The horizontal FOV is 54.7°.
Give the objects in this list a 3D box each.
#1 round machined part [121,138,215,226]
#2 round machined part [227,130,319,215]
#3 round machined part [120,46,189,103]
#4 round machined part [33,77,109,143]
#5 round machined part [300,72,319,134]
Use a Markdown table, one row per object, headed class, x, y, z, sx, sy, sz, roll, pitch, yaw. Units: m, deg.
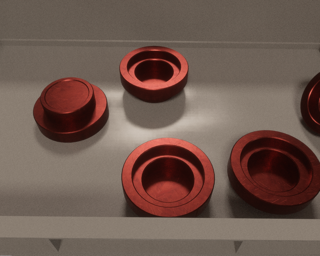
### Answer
| class | x | y | z | sx | sy | sz | roll | pitch | yaw |
| --- | --- | --- | --- | --- | --- | --- | --- | --- | --- |
| round machined part | 0.009 | 0.062 | 0.342 | 0.099 | 0.042 | 0.098 | 0 | 50 | 0 |
| round machined part | 0.126 | 0.053 | 0.351 | 0.099 | 0.042 | 0.098 | 0 | 50 | 0 |
| round machined part | -0.008 | -0.075 | 0.457 | 0.099 | 0.042 | 0.098 | 0 | 50 | 0 |
| round machined part | -0.121 | -0.031 | 0.419 | 0.099 | 0.042 | 0.098 | 0 | 50 | 0 |
| round machined part | 0.239 | -0.032 | 0.400 | 0.042 | 0.098 | 0.098 | 18 | 41 | -34 |
